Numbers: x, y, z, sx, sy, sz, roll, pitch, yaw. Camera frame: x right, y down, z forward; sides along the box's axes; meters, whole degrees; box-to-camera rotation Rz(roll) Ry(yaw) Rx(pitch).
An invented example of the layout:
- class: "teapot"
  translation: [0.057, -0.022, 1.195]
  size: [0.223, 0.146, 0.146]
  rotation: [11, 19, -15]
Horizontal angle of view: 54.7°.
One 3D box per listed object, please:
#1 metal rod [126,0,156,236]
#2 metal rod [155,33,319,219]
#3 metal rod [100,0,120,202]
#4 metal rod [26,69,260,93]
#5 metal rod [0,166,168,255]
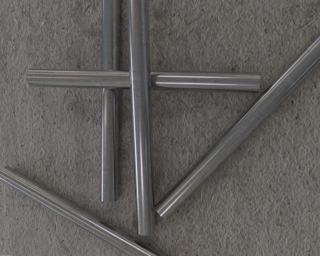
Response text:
- class: "metal rod"
  translation: [-0.022, -0.007, 0.382]
  size: [0.025, 0.025, 0.298]
  rotation: [3, 104, 20]
- class: "metal rod"
  translation: [0.099, 0.001, 0.373]
  size: [0.025, 0.025, 0.299]
  rotation: [45, 104, 14]
- class: "metal rod"
  translation: [-0.070, -0.049, 0.433]
  size: [0.025, 0.025, 0.298]
  rotation: [0, 90, 20]
- class: "metal rod"
  translation: [-0.030, -0.062, 0.398]
  size: [0.301, 0.025, 0.025]
  rotation: [3, 91, 12]
- class: "metal rod"
  translation: [-0.118, 0.128, 0.450]
  size: [0.301, 0.025, 0.025]
  rotation: [23, 98, 18]
